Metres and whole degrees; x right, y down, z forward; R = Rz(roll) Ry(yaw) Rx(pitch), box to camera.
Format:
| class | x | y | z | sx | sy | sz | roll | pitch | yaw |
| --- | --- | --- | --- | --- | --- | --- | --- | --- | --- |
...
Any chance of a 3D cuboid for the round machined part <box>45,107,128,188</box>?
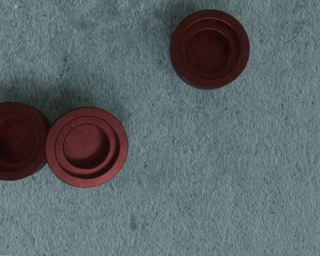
| class | x | y | z | sx | sy | sz | roll | pitch | yaw |
| --- | --- | --- | --- | --- | --- | --- | --- | --- | --- |
| round machined part | -0.093 | 0.022 | 0.390 | 0.099 | 0.042 | 0.097 | -2 | 95 | -22 |

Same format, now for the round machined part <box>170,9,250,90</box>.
| class | x | y | z | sx | sy | sz | roll | pitch | yaw |
| --- | --- | --- | --- | --- | --- | --- | --- | --- | --- |
| round machined part | 0.062 | -0.098 | 0.402 | 0.099 | 0.042 | 0.097 | 0 | 90 | 0 |

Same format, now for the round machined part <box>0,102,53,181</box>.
| class | x | y | z | sx | sy | sz | roll | pitch | yaw |
| --- | --- | --- | --- | --- | --- | --- | --- | --- | --- |
| round machined part | -0.185 | 0.016 | 0.400 | 0.099 | 0.042 | 0.097 | 0 | 90 | 0 |
